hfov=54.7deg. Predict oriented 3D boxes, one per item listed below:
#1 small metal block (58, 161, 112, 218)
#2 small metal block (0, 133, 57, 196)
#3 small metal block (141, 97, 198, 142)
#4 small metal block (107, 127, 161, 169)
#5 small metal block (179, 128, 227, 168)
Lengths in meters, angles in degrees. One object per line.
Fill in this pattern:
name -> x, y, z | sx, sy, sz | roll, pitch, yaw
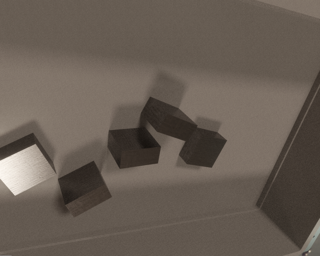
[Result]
small metal block -> -0.095, 0.075, 0.388 | 0.050, 0.050, 0.025 | -27, 128, -12
small metal block -> -0.154, 0.041, 0.351 | 0.050, 0.025, 0.050 | -27, 128, -12
small metal block -> 0.011, -0.011, 0.393 | 0.050, 0.050, 0.025 | 19, 108, -36
small metal block -> -0.034, 0.024, 0.390 | 0.050, 0.050, 0.025 | -5, 121, -26
small metal block -> 0.064, 0.029, 0.464 | 0.050, 0.025, 0.050 | 13, 112, -34
